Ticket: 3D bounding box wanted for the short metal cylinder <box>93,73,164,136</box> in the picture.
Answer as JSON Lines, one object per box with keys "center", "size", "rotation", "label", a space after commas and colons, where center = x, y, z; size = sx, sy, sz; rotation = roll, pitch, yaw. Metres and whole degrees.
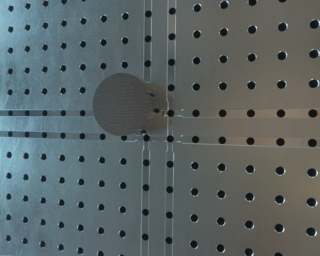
{"center": [-0.041, -0.030, 0.414], "size": [0.080, 0.050, 0.080], "rotation": [0, 90, 20], "label": "short metal cylinder"}
